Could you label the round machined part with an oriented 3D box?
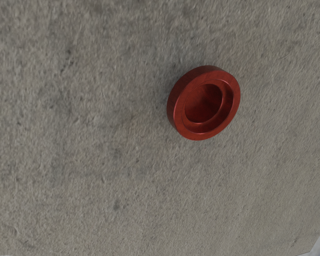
[{"bbox_3d":[0.052,-0.035,0.404,0.099,0.042,0.097,-14,125,-21],"label":"round machined part"}]
